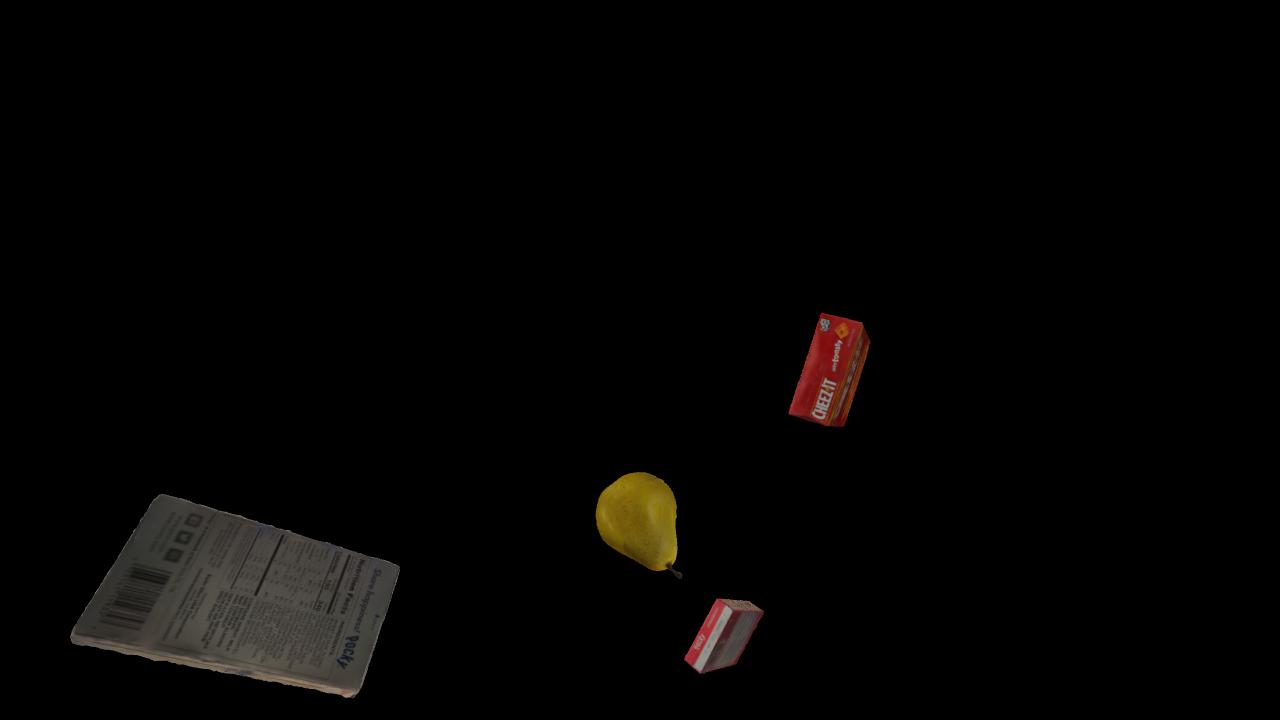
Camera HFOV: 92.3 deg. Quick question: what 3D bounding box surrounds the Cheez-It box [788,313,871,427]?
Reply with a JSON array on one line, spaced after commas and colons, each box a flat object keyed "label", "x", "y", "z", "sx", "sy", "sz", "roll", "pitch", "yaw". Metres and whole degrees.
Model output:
[{"label": "Cheez-It box", "x": 0.318, "y": 0.022, "z": 1.013, "sx": 0.071, "sy": 0.166, "sz": 0.223, "roll": 18, "pitch": 2, "yaw": 25}]

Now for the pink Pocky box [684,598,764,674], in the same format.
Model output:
[{"label": "pink Pocky box", "x": 0.112, "y": 0.353, "z": 0.792, "sx": 0.029, "sy": 0.084, "sz": 0.155, "roll": 27, "pitch": -7, "yaw": 32}]

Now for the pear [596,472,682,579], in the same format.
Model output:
[{"label": "pear", "x": 0.005, "y": 0.163, "z": 0.572, "sx": 0.080, "sy": 0.080, "sz": 0.111, "roll": 0, "pitch": 44, "yaw": -29}]

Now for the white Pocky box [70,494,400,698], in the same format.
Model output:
[{"label": "white Pocky box", "x": -0.239, "y": 0.149, "z": 0.384, "sx": 0.154, "sy": 0.084, "sz": 0.028, "roll": 28, "pitch": -45, "yaw": -25}]
